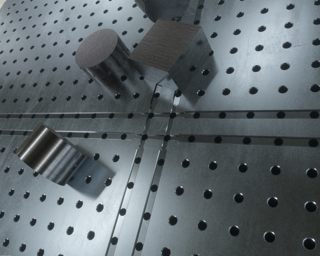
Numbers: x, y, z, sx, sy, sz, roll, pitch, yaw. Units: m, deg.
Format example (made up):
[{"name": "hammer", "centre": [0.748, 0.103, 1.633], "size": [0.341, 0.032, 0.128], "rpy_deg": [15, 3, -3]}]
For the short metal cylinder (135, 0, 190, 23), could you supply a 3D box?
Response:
[{"name": "short metal cylinder", "centre": [0.002, -0.217, 0.505], "size": [0.080, 0.080, 0.050], "rpy_deg": [-36, 51, 4]}]

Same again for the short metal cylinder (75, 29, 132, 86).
[{"name": "short metal cylinder", "centre": [-0.091, -0.116, 0.512], "size": [0.080, 0.050, 0.080], "rpy_deg": [-13, 56, 21]}]

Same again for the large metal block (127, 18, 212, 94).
[{"name": "large metal block", "centre": [0.015, -0.107, 0.450], "size": [0.080, 0.050, 0.080], "rpy_deg": [27, 76, 37]}]

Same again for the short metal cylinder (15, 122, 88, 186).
[{"name": "short metal cylinder", "centre": [-0.148, 0.036, 0.429], "size": [0.080, 0.080, 0.050], "rpy_deg": [30, 79, 37]}]
